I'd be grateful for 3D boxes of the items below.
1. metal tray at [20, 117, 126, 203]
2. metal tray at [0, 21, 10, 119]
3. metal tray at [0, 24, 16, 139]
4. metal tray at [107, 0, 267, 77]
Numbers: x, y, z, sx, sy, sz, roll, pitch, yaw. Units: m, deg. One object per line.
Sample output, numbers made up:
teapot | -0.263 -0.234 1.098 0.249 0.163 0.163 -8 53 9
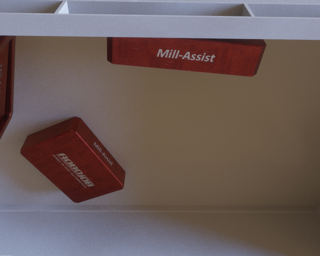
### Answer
metal tray | -0.120 0.051 0.448 0.090 0.030 0.130 -20 128 16
metal tray | -0.217 -0.067 0.335 0.090 0.030 0.129 23 128 -4
metal tray | -0.186 -0.037 0.332 0.030 0.090 0.129 13 129 -13
metal tray | 0.021 -0.089 0.290 0.131 0.090 0.030 4 130 -4
